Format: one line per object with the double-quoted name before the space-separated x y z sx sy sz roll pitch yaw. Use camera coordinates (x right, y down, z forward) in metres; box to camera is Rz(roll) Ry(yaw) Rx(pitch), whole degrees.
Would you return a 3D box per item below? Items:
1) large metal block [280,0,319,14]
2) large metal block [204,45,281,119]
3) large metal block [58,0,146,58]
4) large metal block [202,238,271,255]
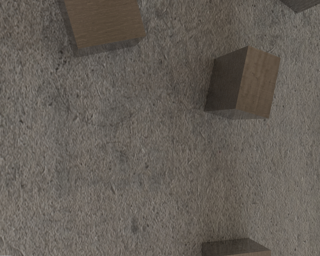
"large metal block" 0.214 -0.225 0.458 0.080 0.080 0.050 27 81 -18
"large metal block" 0.108 -0.056 0.419 0.050 0.080 0.080 14 85 -20
"large metal block" -0.071 -0.135 0.369 0.081 0.050 0.080 -17 96 -19
"large metal block" 0.105 0.206 0.435 0.081 0.050 0.080 3 89 -20
